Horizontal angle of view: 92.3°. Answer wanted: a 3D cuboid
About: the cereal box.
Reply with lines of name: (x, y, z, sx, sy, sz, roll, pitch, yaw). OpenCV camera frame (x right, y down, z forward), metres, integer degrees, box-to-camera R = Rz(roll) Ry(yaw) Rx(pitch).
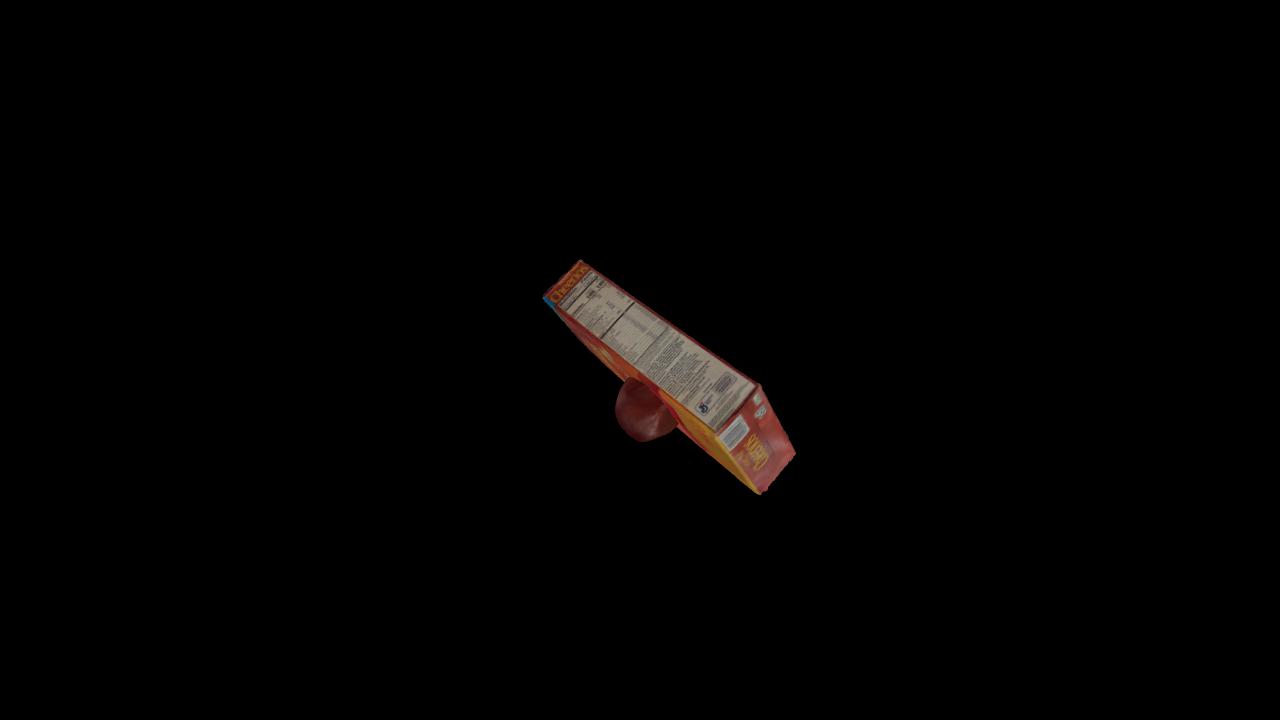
cereal box: (0.034, 0.019, 0.750, 0.306, 0.081, 0.203, 38, -8, 35)

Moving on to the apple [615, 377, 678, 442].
apple: (0.013, 0.047, 0.687, 0.079, 0.079, 0.093, 0, -33, -29)
